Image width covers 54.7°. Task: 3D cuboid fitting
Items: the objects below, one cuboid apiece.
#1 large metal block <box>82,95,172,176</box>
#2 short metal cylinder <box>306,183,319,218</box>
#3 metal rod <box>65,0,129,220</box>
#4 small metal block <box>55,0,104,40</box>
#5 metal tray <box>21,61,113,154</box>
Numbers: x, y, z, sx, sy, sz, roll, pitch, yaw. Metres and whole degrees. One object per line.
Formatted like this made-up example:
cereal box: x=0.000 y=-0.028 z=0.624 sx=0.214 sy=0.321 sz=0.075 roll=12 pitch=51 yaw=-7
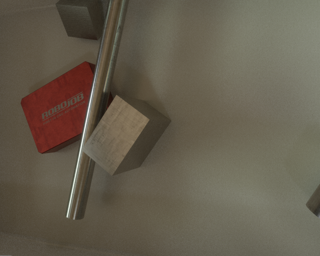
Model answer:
large metal block: x=-0.039 y=0.008 z=0.394 sx=0.050 sy=0.080 sz=0.080 roll=37 pitch=102 yaw=16
short metal cylinder: x=0.199 y=0.080 z=0.311 sx=0.080 sy=0.080 sz=0.050 roll=32 pitch=100 yaw=17
metal rod: x=-0.083 y=-0.027 z=0.405 sx=0.025 sy=0.025 sz=0.298 roll=14 pitch=95 yaw=19
small metal block: x=-0.109 y=-0.154 z=0.432 sx=0.050 sy=0.050 sz=0.025 roll=12 pitch=53 yaw=19
metal tray: x=-0.133 y=-0.027 z=0.453 sx=0.130 sy=0.030 sz=0.090 roll=-25 pitch=82 yaw=17
